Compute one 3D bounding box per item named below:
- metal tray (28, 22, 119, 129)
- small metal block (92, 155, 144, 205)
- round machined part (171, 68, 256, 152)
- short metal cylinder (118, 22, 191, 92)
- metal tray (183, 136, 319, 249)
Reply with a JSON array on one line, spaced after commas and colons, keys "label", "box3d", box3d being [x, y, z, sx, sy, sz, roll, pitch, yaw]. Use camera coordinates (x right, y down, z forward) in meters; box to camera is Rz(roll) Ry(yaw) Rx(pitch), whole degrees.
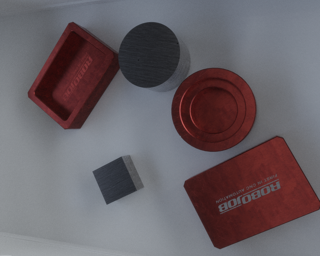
[{"label": "metal tray", "box3d": [-0.124, -0.074, 0.449, 0.090, 0.030, 0.129, 39, 102, 15]}, {"label": "small metal block", "box3d": [-0.058, 0.071, 0.430, 0.050, 0.025, 0.050, -28, 81, 17]}, {"label": "round machined part", "box3d": [0.067, -0.021, 0.377, 0.098, 0.042, 0.097, 0, 90, 19]}, {"label": "short metal cylinder", "box3d": [-0.006, -0.089, 0.398, 0.080, 0.050, 0.079, 0, 90, 19]}, {"label": "metal tray", "box3d": [0.106, 0.076, 0.370, 0.130, 0.030, 0.090, -29, 81, 17]}]
